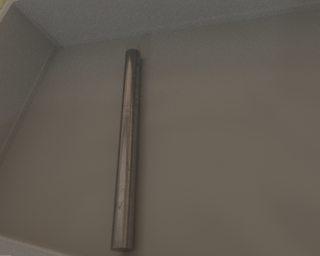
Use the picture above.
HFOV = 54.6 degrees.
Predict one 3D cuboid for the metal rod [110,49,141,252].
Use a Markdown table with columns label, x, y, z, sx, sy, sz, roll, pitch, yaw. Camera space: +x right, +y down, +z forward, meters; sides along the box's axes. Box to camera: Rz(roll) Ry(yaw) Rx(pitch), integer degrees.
| label | x | y | z | sx | sy | sz | roll | pitch | yaw |
| --- | --- | --- | --- | --- | --- | --- | --- | --- | --- |
| metal rod | -0.043 | 0.008 | 0.424 | 0.025 | 0.025 | 0.300 | -14 | 56 | 21 |
